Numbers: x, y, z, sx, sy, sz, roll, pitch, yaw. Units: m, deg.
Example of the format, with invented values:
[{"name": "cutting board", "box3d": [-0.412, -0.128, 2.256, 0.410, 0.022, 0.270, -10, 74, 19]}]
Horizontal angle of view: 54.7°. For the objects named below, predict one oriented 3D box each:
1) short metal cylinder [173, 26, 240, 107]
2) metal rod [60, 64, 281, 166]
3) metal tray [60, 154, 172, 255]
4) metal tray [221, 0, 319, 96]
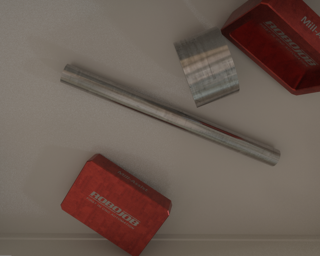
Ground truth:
[{"name": "short metal cylinder", "box3d": [0.053, -0.069, 0.357, 0.050, 0.080, 0.080, -20, 109, 7]}, {"name": "metal rod", "box3d": [0.020, -0.013, 0.406, 0.302, 0.025, 0.025, 22, 109, -8]}, {"name": "metal tray", "box3d": [-0.061, 0.108, 0.433, 0.130, 0.030, 0.090, 33, 106, 0]}, {"name": "metal tray", "box3d": [0.142, -0.091, 0.343, 0.130, 0.090, 0.030, 36, 80, -13]}]
